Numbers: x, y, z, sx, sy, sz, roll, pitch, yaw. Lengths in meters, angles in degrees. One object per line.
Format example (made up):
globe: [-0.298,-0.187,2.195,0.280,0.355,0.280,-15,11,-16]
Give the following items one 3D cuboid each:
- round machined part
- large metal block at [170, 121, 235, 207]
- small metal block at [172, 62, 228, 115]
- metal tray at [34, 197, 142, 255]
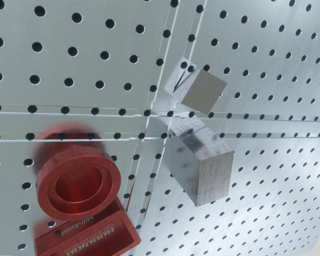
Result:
round machined part: [-0.102,0.064,0.384,0.099,0.042,0.097,-14,124,-21]
large metal block: [0.055,0.048,0.436,0.050,0.080,0.079,-14,125,-21]
small metal block: [0.052,-0.051,0.408,0.050,0.025,0.050,20,108,-36]
metal tray: [-0.102,0.168,0.455,0.131,0.030,0.090,-28,128,-11]
